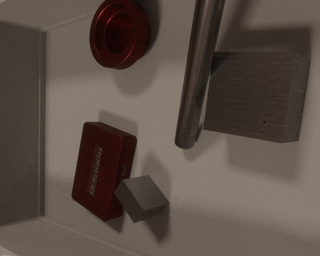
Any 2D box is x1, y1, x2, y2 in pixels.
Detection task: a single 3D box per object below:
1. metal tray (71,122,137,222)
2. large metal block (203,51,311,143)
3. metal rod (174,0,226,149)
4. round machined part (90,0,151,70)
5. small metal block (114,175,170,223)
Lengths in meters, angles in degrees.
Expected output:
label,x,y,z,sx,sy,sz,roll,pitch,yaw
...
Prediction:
label,x,y,z,sx,sy,sz,roll,pitch,yaw
metal tray,-0.088,0.063,0.474,0.090,0.030,0.129,20,102,38
large metal block,0.096,-0.032,0.310,0.080,0.050,0.079,11,97,39
metal rod,0.042,-0.093,0.284,0.025,0.025,0.298,40,142,32
round machined part,-0.052,-0.131,0.436,0.098,0.042,0.097,0,90,39
small metal block,-0.024,0.092,0.408,0.050,0.050,0.025,49,119,28
